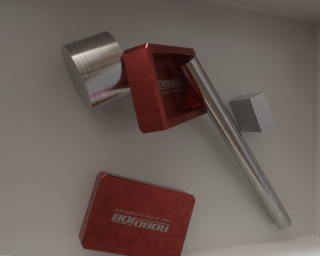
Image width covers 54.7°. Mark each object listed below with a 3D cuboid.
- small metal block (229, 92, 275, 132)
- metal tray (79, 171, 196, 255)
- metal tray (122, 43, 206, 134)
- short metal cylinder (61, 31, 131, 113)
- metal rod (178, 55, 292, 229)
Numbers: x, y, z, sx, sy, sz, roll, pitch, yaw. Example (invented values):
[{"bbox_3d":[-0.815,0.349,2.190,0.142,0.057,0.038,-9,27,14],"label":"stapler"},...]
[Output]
[{"bbox_3d":[0.132,-0.022,0.448,0.025,0.050,0.050,-25,99,-19],"label":"small metal block"},{"bbox_3d":[-0.027,0.115,0.399,0.131,0.030,0.090,18,84,-20],"label":"metal tray"},{"bbox_3d":[0.013,-0.050,0.372,0.131,0.030,0.089,-21,99,-60],"label":"metal tray"},{"bbox_3d":[-0.072,-0.064,0.355,0.050,0.080,0.080,-26,99,-18],"label":"short metal cylinder"},{"bbox_3d":[0.114,0.032,0.435,0.025,0.025,0.299,-40,110,-16],"label":"metal rod"}]
